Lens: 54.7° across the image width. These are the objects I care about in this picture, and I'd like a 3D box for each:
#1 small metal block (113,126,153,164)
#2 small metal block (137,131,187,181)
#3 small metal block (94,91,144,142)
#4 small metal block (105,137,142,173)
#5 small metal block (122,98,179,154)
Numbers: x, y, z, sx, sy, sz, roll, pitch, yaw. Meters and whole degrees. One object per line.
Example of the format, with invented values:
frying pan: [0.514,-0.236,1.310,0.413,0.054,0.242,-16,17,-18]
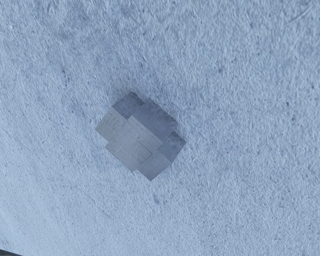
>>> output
small metal block: [-0.025,0.010,0.409,0.050,0.050,0.025,43,129,-2]
small metal block: [0.002,0.036,0.411,0.025,0.050,0.050,43,129,-2]
small metal block: [-0.052,-0.016,0.408,0.025,0.050,0.050,43,129,-2]
small metal block: [-0.038,0.024,0.425,0.050,0.050,0.025,43,129,-2]
small metal block: [-0.011,-0.004,0.393,0.050,0.050,0.025,42,129,-1]
